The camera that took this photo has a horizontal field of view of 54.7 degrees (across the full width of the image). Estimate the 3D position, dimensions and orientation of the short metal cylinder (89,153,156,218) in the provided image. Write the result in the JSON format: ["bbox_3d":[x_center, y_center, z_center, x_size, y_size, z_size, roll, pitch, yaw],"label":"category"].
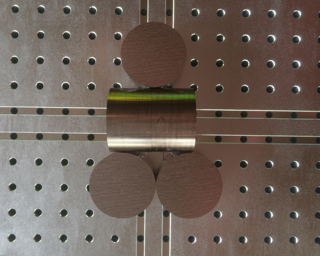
[{"bbox_3d":[-0.046,0.070,0.399,0.081,0.050,0.079,0,90,-1],"label":"short metal cylinder"}]

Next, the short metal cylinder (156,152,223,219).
[{"bbox_3d":[0.036,0.070,0.400,0.081,0.050,0.079,0,90,-1],"label":"short metal cylinder"}]

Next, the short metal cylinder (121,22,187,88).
[{"bbox_3d":[-0.008,-0.089,0.400,0.081,0.050,0.079,0,90,-1],"label":"short metal cylinder"}]

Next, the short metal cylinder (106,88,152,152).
[{"bbox_3d":[-0.035,-0.010,0.386,0.050,0.080,0.079,0,90,0],"label":"short metal cylinder"}]

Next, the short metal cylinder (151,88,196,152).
[{"bbox_3d":[0.015,-0.010,0.387,0.050,0.080,0.079,0,90,0],"label":"short metal cylinder"}]
